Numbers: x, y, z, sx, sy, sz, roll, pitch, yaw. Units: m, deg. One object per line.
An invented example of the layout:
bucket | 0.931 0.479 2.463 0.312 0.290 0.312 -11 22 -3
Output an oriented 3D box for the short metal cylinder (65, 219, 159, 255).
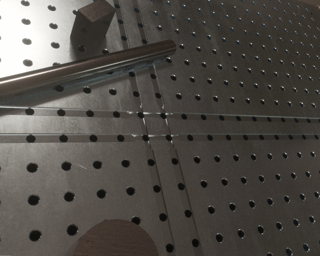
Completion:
short metal cylinder | -0.047 0.131 0.288 0.081 0.050 0.080 14 56 -21

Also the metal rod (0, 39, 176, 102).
metal rod | -0.093 -0.080 0.407 0.302 0.025 0.025 -25 75 -37

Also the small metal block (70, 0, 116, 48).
small metal block | -0.094 -0.146 0.432 0.025 0.050 0.050 42 51 0
